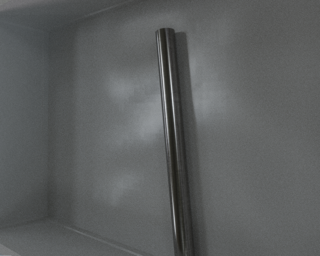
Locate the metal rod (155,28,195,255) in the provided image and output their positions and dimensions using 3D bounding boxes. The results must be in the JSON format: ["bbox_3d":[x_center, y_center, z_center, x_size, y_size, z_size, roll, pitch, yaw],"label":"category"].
[{"bbox_3d":[0.019,0.023,0.391,0.025,0.025,0.299,-8,85,40],"label":"metal rod"}]
